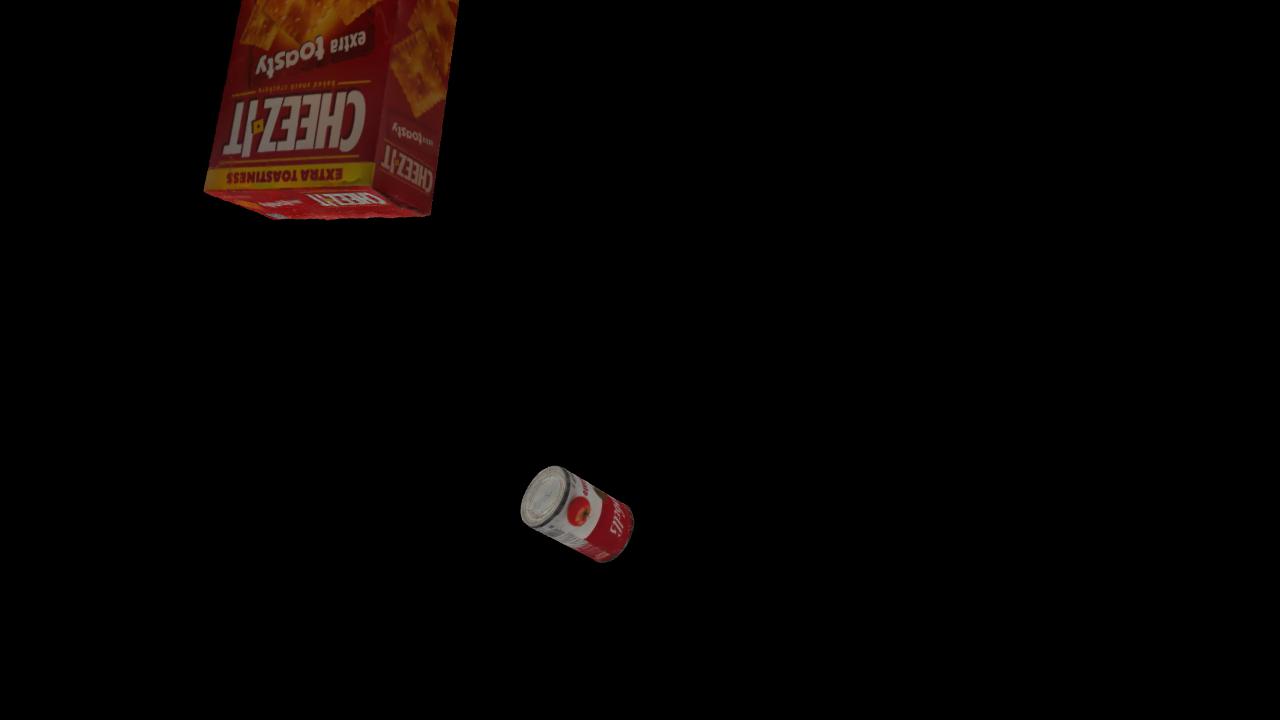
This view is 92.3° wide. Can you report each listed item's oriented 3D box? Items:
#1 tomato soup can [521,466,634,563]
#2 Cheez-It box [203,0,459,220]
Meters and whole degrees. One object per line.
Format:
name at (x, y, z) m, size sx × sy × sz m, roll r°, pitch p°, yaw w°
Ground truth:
tomato soup can at (-0.064, 0.159, 0.634) m, size 0.101 × 0.068 × 0.068 m, roll 39°, pitch -24°, yaw -33°
Cheez-It box at (-0.234, -0.224, 0.477) m, size 0.166 × 0.223 × 0.071 m, roll 4°, pitch -6°, yaw 21°
